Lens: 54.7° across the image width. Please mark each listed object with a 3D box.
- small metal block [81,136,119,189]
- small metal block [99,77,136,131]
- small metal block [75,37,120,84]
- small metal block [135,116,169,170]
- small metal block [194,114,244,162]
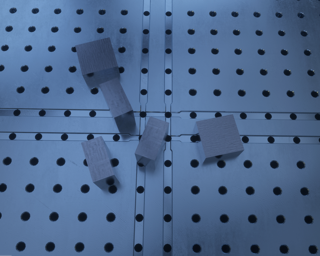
[{"bbox_3d":[-0.073,0.044,0.382,0.025,0.050,0.050,-19,72,-7],"label":"small metal block"},{"bbox_3d":[-0.055,-0.030,0.409,0.025,0.050,0.050,-24,72,-8],"label":"small metal block"},{"bbox_3d":[-0.089,-0.097,0.446,0.050,0.025,0.050,-16,71,-6],"label":"small metal block"},{"bbox_3d":[-0.009,0.020,0.391,0.025,0.050,0.050,19,71,6],"label":"small metal block"},{"bbox_3d":[0.076,0.014,0.408,0.050,0.025,0.050,-11,71,-5],"label":"small metal block"}]
